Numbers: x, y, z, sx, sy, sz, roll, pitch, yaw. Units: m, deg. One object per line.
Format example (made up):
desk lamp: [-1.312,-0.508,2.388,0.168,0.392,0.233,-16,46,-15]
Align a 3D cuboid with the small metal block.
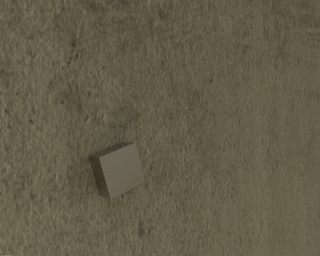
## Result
small metal block: [-0.049,0.048,0.362,0.050,0.025,0.050,-22,104,-38]
